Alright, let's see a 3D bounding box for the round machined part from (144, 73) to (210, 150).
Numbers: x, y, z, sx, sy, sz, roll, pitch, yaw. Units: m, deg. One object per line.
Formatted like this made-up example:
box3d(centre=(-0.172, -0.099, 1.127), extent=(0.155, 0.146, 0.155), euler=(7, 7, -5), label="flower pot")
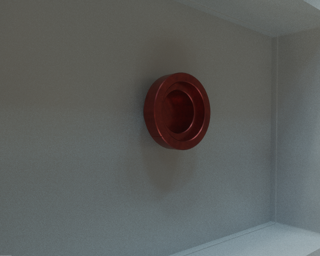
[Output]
box3d(centre=(0.018, -0.021, 0.405), extent=(0.099, 0.042, 0.097), euler=(0, 90, -40), label="round machined part")
